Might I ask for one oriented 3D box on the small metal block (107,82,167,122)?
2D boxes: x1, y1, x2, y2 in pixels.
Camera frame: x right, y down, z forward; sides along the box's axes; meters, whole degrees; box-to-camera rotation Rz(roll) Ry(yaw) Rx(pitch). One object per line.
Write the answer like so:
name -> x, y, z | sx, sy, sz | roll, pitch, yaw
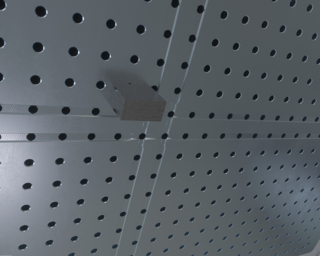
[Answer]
small metal block -> -0.028, -0.031, 0.360 | 0.050, 0.050, 0.025 | 1, 118, -29
